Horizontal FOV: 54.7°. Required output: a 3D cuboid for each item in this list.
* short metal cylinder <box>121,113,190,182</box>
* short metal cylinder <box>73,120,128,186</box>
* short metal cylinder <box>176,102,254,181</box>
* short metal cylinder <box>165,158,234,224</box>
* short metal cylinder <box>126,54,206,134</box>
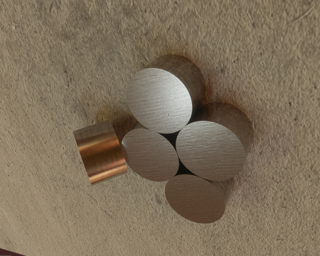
[{"bbox_3d":[-0.003,0.023,0.408,0.080,0.050,0.079,13,124,21],"label":"short metal cylinder"},{"bbox_3d":[-0.083,0.034,0.430,0.080,0.050,0.080,161,90,-76],"label":"short metal cylinder"},{"bbox_3d":[0.066,0.015,0.367,0.080,0.050,0.079,13,124,21],"label":"short metal cylinder"},{"bbox_3d":[0.054,0.079,0.413,0.080,0.050,0.079,13,124,21],"label":"short metal cylinder"},{"bbox_3d":[0.008,-0.040,0.363,0.080,0.050,0.079,13,124,21],"label":"short metal cylinder"}]
